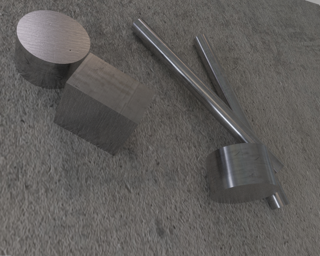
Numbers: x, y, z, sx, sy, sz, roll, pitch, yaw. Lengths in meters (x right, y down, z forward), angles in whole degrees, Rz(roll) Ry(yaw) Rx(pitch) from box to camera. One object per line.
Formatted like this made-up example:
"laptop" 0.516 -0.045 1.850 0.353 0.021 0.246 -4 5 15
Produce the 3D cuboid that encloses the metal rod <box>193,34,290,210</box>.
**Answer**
"metal rod" 0.118 -0.022 0.480 0.025 0.025 0.299 -7 65 -31

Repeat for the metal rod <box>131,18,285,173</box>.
"metal rod" 0.062 -0.052 0.452 0.025 0.025 0.300 -32 75 -38

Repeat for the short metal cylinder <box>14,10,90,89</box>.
"short metal cylinder" -0.131 -0.094 0.375 0.081 0.050 0.080 14 56 -21

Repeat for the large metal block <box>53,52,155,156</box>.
"large metal block" -0.064 -0.023 0.348 0.080 0.080 0.050 31 52 -9

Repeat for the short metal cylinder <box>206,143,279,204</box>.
"short metal cylinder" 0.101 0.059 0.387 0.081 0.080 0.050 9 58 -24
